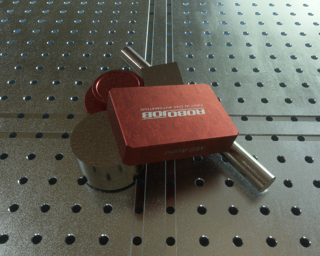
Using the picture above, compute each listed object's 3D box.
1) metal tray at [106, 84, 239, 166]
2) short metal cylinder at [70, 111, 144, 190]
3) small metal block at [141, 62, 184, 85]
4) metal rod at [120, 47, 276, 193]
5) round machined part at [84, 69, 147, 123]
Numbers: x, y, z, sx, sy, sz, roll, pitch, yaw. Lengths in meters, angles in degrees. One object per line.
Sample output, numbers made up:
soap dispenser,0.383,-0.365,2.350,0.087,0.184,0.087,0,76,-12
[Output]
metal tray,0.013,-0.009,0.357,0.131,0.030,0.090,-6,49,-22
short metal cylinder,-0.059,0.025,0.364,0.081,0.050,0.080,0,50,0
small metal block,0.004,-0.061,0.423,0.050,0.025,0.050,-11,53,-3
metal rod,0.034,-0.029,0.427,0.025,0.025,0.300,-29,56,-22
round machined part,-0.055,-0.044,0.426,0.099,0.042,0.098,-1,50,1
